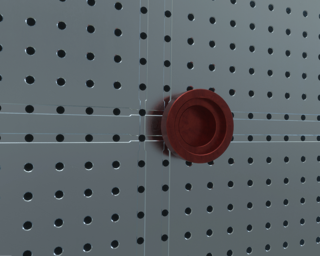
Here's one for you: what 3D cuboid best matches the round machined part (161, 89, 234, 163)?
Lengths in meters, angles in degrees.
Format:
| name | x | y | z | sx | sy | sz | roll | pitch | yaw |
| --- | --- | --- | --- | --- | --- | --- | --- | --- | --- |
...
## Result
| name | x | y | z | sx | sy | sz | roll | pitch | yaw |
| --- | --- | --- | --- | --- | --- | --- | --- | --- | --- |
| round machined part | 0.047 | -0.003 | 0.422 | 0.099 | 0.042 | 0.097 | 0 | 90 | -21 |
